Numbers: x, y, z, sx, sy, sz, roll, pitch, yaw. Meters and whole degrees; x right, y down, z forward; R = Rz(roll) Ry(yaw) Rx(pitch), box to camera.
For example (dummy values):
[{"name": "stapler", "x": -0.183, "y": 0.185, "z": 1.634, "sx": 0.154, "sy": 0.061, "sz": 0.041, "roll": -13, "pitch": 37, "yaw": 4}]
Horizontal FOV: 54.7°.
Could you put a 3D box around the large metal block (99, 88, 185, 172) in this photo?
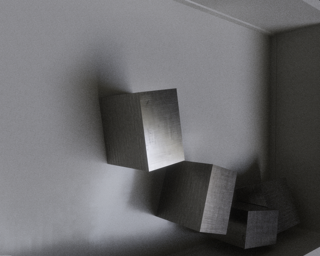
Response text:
[{"name": "large metal block", "x": -0.022, "y": 0.000, "z": 0.352, "sx": 0.050, "sy": 0.080, "sz": 0.079, "roll": -12, "pitch": 98, "yaw": -39}]

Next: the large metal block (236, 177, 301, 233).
[{"name": "large metal block", "x": 0.185, "y": 0.133, "z": 0.530, "sx": 0.081, "sy": 0.050, "sz": 0.080, "roll": -2, "pitch": 72, "yaw": -40}]

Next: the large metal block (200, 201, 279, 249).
[{"name": "large metal block", "x": 0.121, "y": 0.143, "z": 0.472, "sx": 0.081, "sy": 0.080, "sz": 0.050, "roll": 12, "pitch": 83, "yaw": -40}]

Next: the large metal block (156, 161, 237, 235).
[{"name": "large metal block", "x": 0.048, "y": 0.088, "z": 0.411, "sx": 0.050, "sy": 0.080, "sz": 0.080, "roll": 21, "pitch": 77, "yaw": -38}]
